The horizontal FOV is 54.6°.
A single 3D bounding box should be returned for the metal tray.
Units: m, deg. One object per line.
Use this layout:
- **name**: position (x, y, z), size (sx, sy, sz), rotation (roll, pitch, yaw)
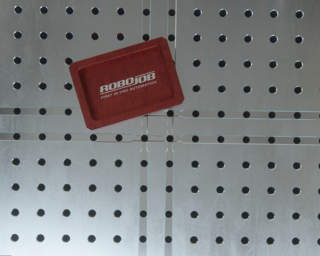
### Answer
- **metal tray**: position (-0.043, -0.057, 0.410), size (0.131, 0.030, 0.090), rotation (-17, 90, 0)
